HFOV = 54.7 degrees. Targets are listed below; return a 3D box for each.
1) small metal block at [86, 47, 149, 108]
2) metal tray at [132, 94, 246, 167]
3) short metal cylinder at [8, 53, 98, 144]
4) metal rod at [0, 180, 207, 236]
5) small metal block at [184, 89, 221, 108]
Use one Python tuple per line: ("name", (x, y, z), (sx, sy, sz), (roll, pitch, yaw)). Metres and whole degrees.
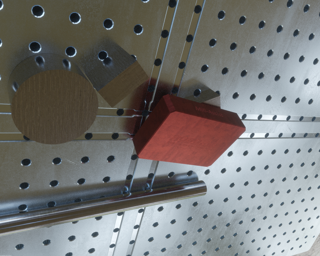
("small metal block", (-0.047, -0.056, 0.336), (0.050, 0.050, 0.025), (-39, 130, -2))
("metal tray", (0.040, 0.009, 0.420), (0.131, 0.030, 0.089), (11, 131, -34))
("short metal cylinder", (-0.110, -0.030, 0.317), (0.081, 0.050, 0.079), (-14, 125, -21))
("metal rod", (-0.064, 0.109, 0.445), (0.303, 0.025, 0.025), (-4, 121, -27))
("small metal block", (0.056, -0.021, 0.431), (0.050, 0.025, 0.050), (-21, 127, -16))
